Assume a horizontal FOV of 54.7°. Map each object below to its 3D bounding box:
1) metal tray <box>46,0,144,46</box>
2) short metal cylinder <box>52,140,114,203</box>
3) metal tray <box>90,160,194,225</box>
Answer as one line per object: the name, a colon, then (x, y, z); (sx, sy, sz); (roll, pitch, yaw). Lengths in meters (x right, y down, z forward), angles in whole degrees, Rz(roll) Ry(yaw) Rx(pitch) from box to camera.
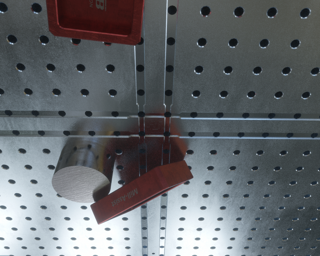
metal tray: (-0.057, -0.146, 0.283); (0.091, 0.030, 0.129); (5, 130, -5)
short metal cylinder: (-0.109, 0.064, 0.448); (0.081, 0.050, 0.079); (-1, 130, 0)
metal tray: (-0.026, 0.093, 0.452); (0.130, 0.030, 0.090); (-33, 165, 24)
